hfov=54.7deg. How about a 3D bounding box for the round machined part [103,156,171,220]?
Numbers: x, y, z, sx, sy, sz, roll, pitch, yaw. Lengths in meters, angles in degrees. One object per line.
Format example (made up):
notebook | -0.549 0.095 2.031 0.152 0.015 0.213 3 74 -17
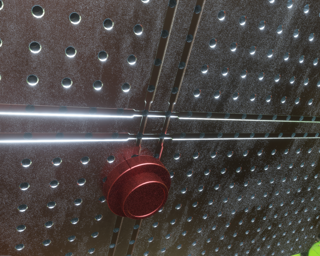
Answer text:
round machined part | -0.027 0.091 0.443 0.099 0.042 0.097 -14 125 -21
